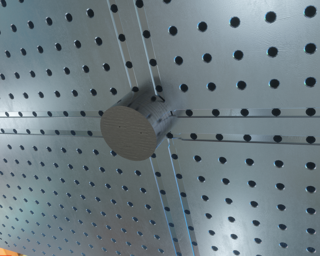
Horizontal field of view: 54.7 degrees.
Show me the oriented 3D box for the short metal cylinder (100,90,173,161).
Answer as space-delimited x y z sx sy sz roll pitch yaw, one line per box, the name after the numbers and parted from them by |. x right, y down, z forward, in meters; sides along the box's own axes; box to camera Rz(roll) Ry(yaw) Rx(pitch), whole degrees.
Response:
-0.030 -0.004 0.407 0.080 0.050 0.079 13 124 20 | short metal cylinder
